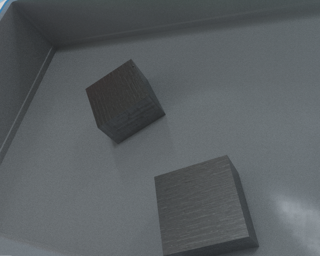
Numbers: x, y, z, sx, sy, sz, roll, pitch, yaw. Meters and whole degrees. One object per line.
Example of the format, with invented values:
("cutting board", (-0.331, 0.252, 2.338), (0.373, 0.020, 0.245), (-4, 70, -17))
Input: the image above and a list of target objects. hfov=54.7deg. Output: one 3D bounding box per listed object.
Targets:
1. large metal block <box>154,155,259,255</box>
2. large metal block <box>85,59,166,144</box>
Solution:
("large metal block", (0.045, 0.084, 0.315), (0.080, 0.050, 0.080), (-20, 54, 16))
("large metal block", (-0.050, -0.038, 0.439), (0.080, 0.050, 0.080), (-32, 52, 7))
